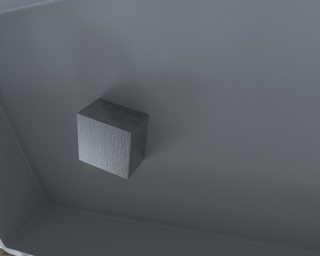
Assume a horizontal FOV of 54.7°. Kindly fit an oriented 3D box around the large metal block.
[{"bbox_3d":[-0.066,0.014,0.434,0.080,0.050,0.079,19,126,16],"label":"large metal block"}]
